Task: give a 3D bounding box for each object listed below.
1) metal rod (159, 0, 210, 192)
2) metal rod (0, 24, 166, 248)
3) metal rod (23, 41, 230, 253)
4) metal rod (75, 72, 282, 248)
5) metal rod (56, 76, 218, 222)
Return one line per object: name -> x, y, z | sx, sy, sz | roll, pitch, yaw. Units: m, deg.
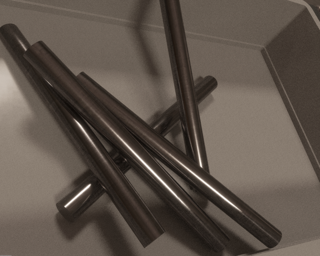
metal rod -> 0.028, -0.069, 0.392 | 0.025, 0.025, 0.298 | -10, 90, -33
metal rod -> -0.095, -0.006, 0.335 | 0.025, 0.025, 0.300 | -26, 69, -37
metal rod -> -0.029, 0.027, 0.341 | 0.300, 0.025, 0.025 | 47, 50, -9
metal rod -> 0.022, 0.040, 0.362 | 0.300, 0.025, 0.025 | 39, 51, -5
metal rod -> -0.006, 0.006, 0.400 | 0.025, 0.025, 0.302 | 46, 51, 3
